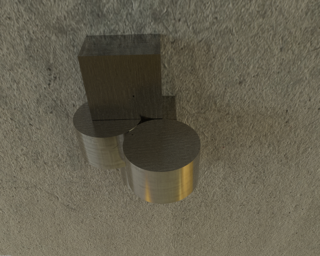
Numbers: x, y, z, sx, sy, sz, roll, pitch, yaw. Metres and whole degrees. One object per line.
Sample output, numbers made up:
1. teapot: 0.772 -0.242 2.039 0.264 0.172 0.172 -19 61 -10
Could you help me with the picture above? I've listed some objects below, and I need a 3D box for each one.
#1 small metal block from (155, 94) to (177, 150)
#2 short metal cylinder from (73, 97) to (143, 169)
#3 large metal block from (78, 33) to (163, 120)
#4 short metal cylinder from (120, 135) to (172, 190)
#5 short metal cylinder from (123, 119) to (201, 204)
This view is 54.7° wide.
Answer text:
1. small metal block: 0.006 -0.008 0.389 0.025 0.050 0.050 1 130 -1
2. short metal cylinder: -0.059 0.003 0.376 0.080 0.080 0.050 -2 130 1
3. large metal block: -0.039 -0.056 0.345 0.080 0.050 0.079 -2 130 1
4. short metal cylinder: -0.013 0.041 0.408 0.081 0.080 0.050 0 130 0
5. short metal cylinder: 0.003 0.034 0.337 0.080 0.080 0.050 -2 130 1
